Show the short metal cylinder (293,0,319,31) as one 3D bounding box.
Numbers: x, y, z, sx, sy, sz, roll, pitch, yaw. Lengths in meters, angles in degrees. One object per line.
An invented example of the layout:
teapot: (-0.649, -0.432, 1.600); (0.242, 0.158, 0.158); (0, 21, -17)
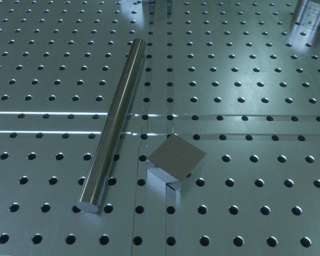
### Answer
short metal cylinder: (0.301, -0.229, 0.585); (0.080, 0.050, 0.080); (0, 50, 0)

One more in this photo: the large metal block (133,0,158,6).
large metal block: (-0.030, -0.308, 0.650); (0.081, 0.050, 0.080); (-31, 57, -24)

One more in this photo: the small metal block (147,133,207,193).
small metal block: (0.020, 0.041, 0.373); (0.050, 0.025, 0.050); (32, 57, 23)

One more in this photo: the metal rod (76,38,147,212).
metal rod: (-0.057, -0.028, 0.430); (0.025, 0.025, 0.300); (7, 50, 5)
